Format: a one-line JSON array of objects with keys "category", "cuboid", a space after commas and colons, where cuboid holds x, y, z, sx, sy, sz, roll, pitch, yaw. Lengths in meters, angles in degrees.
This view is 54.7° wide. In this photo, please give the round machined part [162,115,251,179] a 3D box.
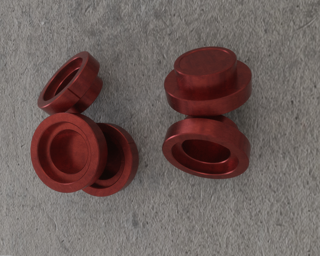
[{"category": "round machined part", "cuboid": [0.055, 0.018, 0.361, 0.098, 0.098, 0.042, 4, 55, 20]}]

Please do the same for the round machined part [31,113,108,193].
[{"category": "round machined part", "cuboid": [-0.110, 0.029, 0.393, 0.098, 0.042, 0.097, 1, 92, 19]}]

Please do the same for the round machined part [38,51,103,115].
[{"category": "round machined part", "cuboid": [-0.117, -0.054, 0.423, 0.098, 0.042, 0.098, -29, 38, 25]}]

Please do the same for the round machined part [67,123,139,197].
[{"category": "round machined part", "cuboid": [-0.074, 0.041, 0.426, 0.098, 0.042, 0.097, 0, 90, 20]}]

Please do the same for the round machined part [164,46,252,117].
[{"category": "round machined part", "cuboid": [0.052, -0.058, 0.350, 0.098, 0.098, 0.042, 2, 130, 20]}]
